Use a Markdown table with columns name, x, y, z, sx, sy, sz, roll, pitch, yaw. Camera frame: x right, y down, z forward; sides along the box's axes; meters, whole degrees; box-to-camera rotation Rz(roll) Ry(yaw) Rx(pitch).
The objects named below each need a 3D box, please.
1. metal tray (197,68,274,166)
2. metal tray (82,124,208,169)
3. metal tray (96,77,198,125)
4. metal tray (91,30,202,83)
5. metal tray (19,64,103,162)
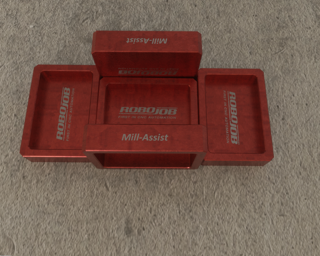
| name | x | y | z | sx | sy | sz | roll | pitch | yaw |
| --- | --- | --- | --- | --- | --- | --- | --- | --- | --- |
| metal tray | 0.095 | -0.016 | 0.414 | 0.091 | 0.030 | 0.130 | 1 | 70 | 0 |
| metal tray | -0.016 | 0.025 | 0.364 | 0.131 | 0.090 | 0.030 | 0 | 70 | 0 |
| metal tray | -0.016 | -0.021 | 0.414 | 0.131 | 0.030 | 0.090 | 1 | 70 | 0 |
| metal tray | -0.015 | -0.088 | 0.407 | 0.131 | 0.090 | 0.030 | 0 | 70 | 0 |
| metal tray | -0.126 | -0.021 | 0.413 | 0.091 | 0.030 | 0.130 | 1 | 70 | 0 |
